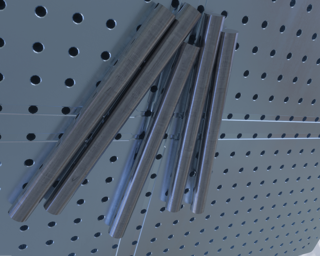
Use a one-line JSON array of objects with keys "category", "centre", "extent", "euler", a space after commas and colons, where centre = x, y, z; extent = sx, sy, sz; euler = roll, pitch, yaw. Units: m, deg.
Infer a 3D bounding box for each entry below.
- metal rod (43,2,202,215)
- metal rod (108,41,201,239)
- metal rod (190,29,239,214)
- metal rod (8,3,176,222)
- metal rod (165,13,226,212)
[{"category": "metal rod", "centre": [-0.051, -0.015, 0.374], "extent": [0.025, 0.025, 0.299], "euler": [29, 102, -38]}, {"category": "metal rod", "centre": [-0.015, 0.030, 0.421], "extent": [0.025, 0.025, 0.298], "euler": [8, 114, -32]}, {"category": "metal rod", "centre": [0.074, 0.009, 0.456], "extent": [0.025, 0.025, 0.298], "euler": [-10, 123, -23]}, {"category": "metal rod", "centre": [-0.083, -0.010, 0.358], "extent": [0.025, 0.025, 0.299], "euler": [31, 101, -38]}, {"category": "metal rod", "centre": [0.043, -0.003, 0.432], "extent": [0.025, 0.025, 0.298], "euler": [-5, 121, -26]}]
